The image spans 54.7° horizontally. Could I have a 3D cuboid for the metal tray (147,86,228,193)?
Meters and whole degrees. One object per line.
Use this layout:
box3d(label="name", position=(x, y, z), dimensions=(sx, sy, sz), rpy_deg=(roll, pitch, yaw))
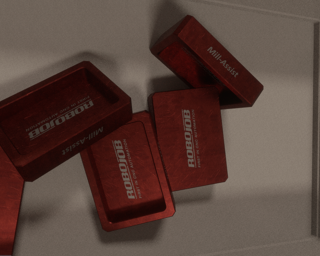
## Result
box3d(label="metal tray", position=(0.037, 0.013, 0.416), dimensions=(0.091, 0.030, 0.129), rpy_deg=(-8, 94, -13))

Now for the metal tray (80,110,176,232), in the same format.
box3d(label="metal tray", position=(-0.040, 0.051, 0.376), dimensions=(0.090, 0.030, 0.129), rpy_deg=(-15, 96, 2))

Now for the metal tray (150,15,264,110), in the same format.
box3d(label="metal tray", position=(0.057, -0.076, 0.398), dimensions=(0.130, 0.090, 0.030), rpy_deg=(39, 78, -16))

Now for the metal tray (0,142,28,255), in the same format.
box3d(label="metal tray", position=(-0.199, 0.077, 0.335), dimensions=(0.091, 0.030, 0.129), rpy_deg=(9, 87, -20))

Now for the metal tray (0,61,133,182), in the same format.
box3d(label="metal tray", position=(-0.107, -0.014, 0.332), dimensions=(0.131, 0.030, 0.090), rpy_deg=(-34, 59, -25))
